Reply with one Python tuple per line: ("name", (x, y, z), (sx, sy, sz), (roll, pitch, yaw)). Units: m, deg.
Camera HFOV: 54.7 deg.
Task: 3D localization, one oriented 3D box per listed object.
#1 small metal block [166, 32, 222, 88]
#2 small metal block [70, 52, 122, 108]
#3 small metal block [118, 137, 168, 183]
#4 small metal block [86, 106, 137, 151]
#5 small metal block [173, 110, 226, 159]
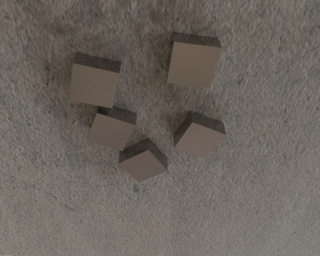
("small metal block", (0.036, -0.075, 0.344), (0.050, 0.025, 0.050), (6, 130, -6))
("small metal block", (-0.075, -0.054, 0.360), (0.050, 0.025, 0.050), (11, 129, -10))
("small metal block", (-0.024, 0.047, 0.447), (0.050, 0.025, 0.050), (-26, 126, 20))
("small metal block", (-0.063, -0.001, 0.405), (0.050, 0.025, 0.050), (18, 128, -16))
("small metal block", (0.052, 0.010, 0.417), (0.050, 0.025, 0.050), (20, 127, -17))
